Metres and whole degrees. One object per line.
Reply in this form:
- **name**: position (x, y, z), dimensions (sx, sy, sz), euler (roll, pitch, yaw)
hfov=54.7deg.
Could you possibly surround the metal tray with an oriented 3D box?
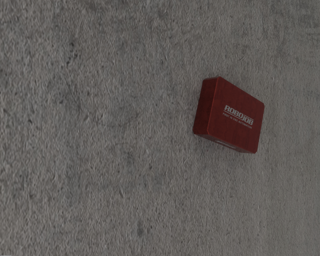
- **metal tray**: position (0.114, -0.017, 0.497), dimensions (0.131, 0.030, 0.090), euler (21, 77, -38)
